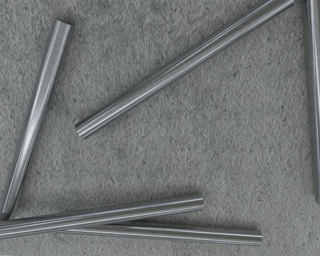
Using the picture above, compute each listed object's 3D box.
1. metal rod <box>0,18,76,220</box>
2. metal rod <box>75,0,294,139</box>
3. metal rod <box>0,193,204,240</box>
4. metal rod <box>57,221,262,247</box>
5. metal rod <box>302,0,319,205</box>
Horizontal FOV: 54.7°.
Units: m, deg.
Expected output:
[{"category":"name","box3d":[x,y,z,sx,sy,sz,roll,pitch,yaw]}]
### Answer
[{"category":"metal rod","box3d":[-0.169,0.005,0.409,0.025,0.025,0.298,22,108,-8]},{"category":"metal rod","box3d":[0.021,-0.073,0.382,0.300,0.025,0.025,-32,107,10]},{"category":"metal rod","box3d":[-0.088,0.126,0.440,0.302,0.025,0.025,-7,110,-4]},{"category":"metal rod","box3d":[0.001,0.156,0.467,0.302,0.025,0.025,5,110,-3]},{"category":"metal rod","box3d":[0.206,-0.030,0.401,0.025,0.025,0.298,-12,110,4]}]
